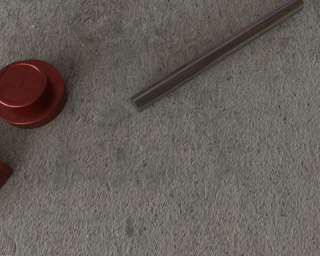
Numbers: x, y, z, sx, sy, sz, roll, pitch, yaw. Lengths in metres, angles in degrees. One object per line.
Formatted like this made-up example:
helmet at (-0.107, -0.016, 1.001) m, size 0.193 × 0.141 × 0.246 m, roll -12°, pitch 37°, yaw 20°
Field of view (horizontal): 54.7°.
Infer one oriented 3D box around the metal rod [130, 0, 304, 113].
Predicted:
metal rod at (0.089, -0.111, 0.449) m, size 0.301 × 0.025 × 0.025 m, roll -33°, pitch 74°, yaw -12°

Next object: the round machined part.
round machined part at (-0.180, -0.051, 0.416) m, size 0.099 × 0.042 × 0.098 m, roll 0°, pitch 70°, yaw 0°

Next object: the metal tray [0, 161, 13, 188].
metal tray at (-0.266, 0.053, 0.383) m, size 0.130 × 0.030 × 0.090 m, roll 30°, pitch 73°, yaw 10°
